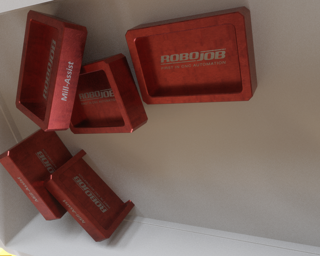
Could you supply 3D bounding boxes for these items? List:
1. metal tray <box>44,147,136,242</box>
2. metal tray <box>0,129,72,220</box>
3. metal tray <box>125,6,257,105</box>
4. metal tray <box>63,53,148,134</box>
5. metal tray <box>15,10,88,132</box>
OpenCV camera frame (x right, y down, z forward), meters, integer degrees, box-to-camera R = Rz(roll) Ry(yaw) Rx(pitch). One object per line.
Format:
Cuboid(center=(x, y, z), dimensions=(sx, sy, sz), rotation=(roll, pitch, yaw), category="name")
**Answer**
Cuboid(center=(-0.110, 0.105, 0.503), dimensions=(0.130, 0.090, 0.030), rotation=(50, 131, -5), category="metal tray")
Cuboid(center=(-0.181, 0.072, 0.503), dimensions=(0.030, 0.090, 0.130), rotation=(-21, 108, 36), category="metal tray")
Cuboid(center=(0.034, -0.074, 0.340), dimensions=(0.130, 0.030, 0.089), rotation=(0, 119, 27), category="metal tray")
Cuboid(center=(-0.084, -0.039, 0.403), dimensions=(0.130, 0.030, 0.090), rotation=(-2, 114, 42), category="metal tray")
Cuboid(center=(-0.139, -0.071, 0.386), dimensions=(0.090, 0.030, 0.129), rotation=(29, 111, 37), category="metal tray")
